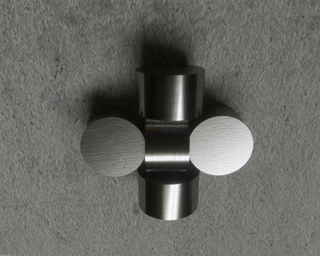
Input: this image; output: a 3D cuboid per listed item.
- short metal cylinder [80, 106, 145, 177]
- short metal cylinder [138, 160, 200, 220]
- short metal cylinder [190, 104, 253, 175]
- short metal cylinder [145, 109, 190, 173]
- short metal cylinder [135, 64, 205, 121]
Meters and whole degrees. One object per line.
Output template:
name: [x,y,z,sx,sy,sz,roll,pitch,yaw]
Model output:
short metal cylinder: [-0.058,0.016,0.403,0.081,0.050,0.079,0,110,-1]
short metal cylinder: [0.011,0.077,0.411,0.081,0.080,0.050,0,110,0]
short metal cylinder: [0.074,0.014,0.403,0.081,0.050,0.079,0,111,0]
short metal cylinder: [0.008,0.016,0.388,0.050,0.080,0.079,1,110,0]
short metal cylinder: [0.012,-0.045,0.366,0.081,0.080,0.050,0,110,0]
